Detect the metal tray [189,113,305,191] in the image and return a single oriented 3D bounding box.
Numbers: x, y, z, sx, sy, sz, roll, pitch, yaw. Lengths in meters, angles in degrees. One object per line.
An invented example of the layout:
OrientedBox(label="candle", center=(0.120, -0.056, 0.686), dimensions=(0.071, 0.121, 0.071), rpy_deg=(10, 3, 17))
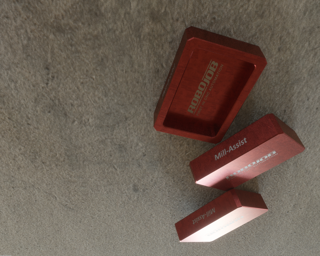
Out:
OrientedBox(label="metal tray", center=(0.117, 0.039, 0.419), dimensions=(0.130, 0.030, 0.090), rpy_deg=(-36, 143, 26))

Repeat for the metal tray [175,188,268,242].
OrientedBox(label="metal tray", center=(0.100, 0.149, 0.513), dimensions=(0.091, 0.030, 0.130), rpy_deg=(19, 130, -42))

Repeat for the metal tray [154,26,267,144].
OrientedBox(label="metal tray", center=(0.053, -0.044, 0.367), dimensions=(0.091, 0.030, 0.129), rpy_deg=(13, 129, -12))
